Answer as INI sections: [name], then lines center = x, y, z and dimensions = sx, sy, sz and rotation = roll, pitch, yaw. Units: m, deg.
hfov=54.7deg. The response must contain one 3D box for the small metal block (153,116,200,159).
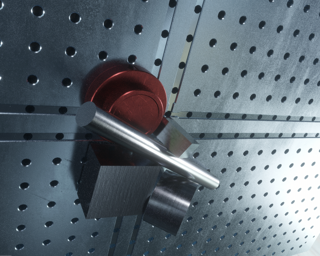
[small metal block]
center = 0.021, 0.013, 0.404
dimensions = 0.025, 0.050, 0.050
rotation = -48, 164, 9

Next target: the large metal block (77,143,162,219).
[large metal block]
center = -0.055, 0.068, 0.405
dimensions = 0.081, 0.050, 0.079
rotation = 5, 116, -31

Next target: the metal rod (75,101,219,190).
[metal rod]
center = 0.010, 0.039, 0.400
dimensions = 0.025, 0.025, 0.301
rotation = -49, 142, 6

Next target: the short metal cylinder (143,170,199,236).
[short metal cylinder]
center = 0.016, 0.106, 0.444
dimensions = 0.080, 0.050, 0.080
rotation = 22, 92, -79

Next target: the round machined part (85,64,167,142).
[round machined part]
center = -0.035, -0.022, 0.368
dimensions = 0.099, 0.042, 0.097
rotation = -14, 125, -21
